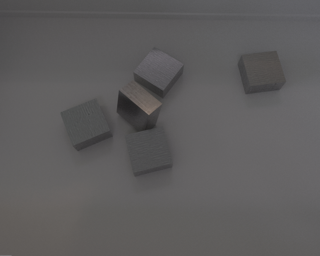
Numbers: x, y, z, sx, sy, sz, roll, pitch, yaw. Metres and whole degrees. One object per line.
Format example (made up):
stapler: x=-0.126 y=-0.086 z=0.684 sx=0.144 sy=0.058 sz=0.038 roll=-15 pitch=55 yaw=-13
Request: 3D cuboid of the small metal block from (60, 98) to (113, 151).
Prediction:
small metal block: x=-0.097 y=-0.004 z=0.410 sx=0.050 sy=0.025 sz=0.050 roll=-23 pitch=72 yaw=-8

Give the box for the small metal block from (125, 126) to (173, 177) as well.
small metal block: x=-0.014 y=0.030 z=0.398 sx=0.050 sy=0.025 sz=0.050 roll=-13 pitch=71 yaw=-5

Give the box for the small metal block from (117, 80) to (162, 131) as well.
small metal block: x=-0.028 y=-0.026 z=0.403 sx=0.050 sy=0.050 sz=0.025 roll=40 pitch=60 yaw=13

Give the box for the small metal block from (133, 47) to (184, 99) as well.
small metal block: x=-0.002 y=-0.078 z=0.438 sx=0.050 sy=0.025 sz=0.050 roll=33 pitch=73 yaw=11

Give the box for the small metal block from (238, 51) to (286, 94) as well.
small metal block: x=0.143 y=-0.079 z=0.439 sx=0.050 sy=0.025 sz=0.050 roll=-8 pitch=70 yaw=-3
